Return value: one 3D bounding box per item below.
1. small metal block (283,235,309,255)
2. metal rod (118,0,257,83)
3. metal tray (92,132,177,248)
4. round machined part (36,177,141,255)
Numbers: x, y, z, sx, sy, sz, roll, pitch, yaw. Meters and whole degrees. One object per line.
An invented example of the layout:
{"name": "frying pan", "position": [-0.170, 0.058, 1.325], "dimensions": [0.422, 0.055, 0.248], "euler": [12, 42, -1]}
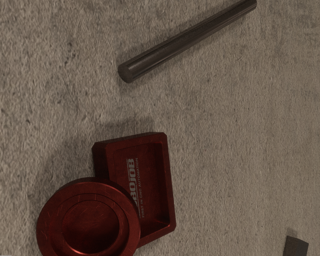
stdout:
{"name": "small metal block", "position": [0.284, 0.258, 0.648], "dimensions": [0.050, 0.025, 0.050], "euler": [31, 71, -36]}
{"name": "metal rod", "position": [0.058, -0.141, 0.455], "dimensions": [0.302, 0.025, 0.025], "euler": [-37, 113, -34]}
{"name": "metal tray", "position": [-0.028, 0.075, 0.379], "dimensions": [0.091, 0.030, 0.129], "euler": [-11, 97, -40]}
{"name": "round machined part", "position": [-0.070, 0.098, 0.317], "dimensions": [0.099, 0.042, 0.097], "euler": [0, 95, -5]}
